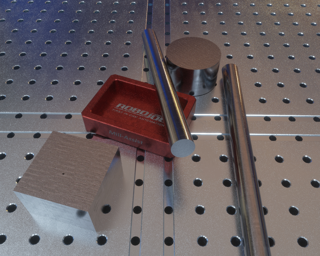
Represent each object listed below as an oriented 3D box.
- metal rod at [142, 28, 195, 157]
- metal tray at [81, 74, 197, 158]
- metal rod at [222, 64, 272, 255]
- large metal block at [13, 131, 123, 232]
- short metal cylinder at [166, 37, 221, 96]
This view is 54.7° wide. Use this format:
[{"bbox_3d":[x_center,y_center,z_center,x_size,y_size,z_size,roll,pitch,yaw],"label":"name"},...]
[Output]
[{"bbox_3d":[0.002,-0.071,0.429,0.025,0.025,0.300,-6,39,-6],"label":"metal rod"},{"bbox_3d":[-0.026,-0.020,0.420,0.130,0.030,0.090,18,52,14],"label":"metal tray"},{"bbox_3d":[0.102,0.023,0.389,0.025,0.025,0.300,2,50,1],"label":"metal rod"},{"bbox_3d":[-0.095,0.057,0.342,0.080,0.050,0.080,13,51,10],"label":"large metal block"},{"bbox_3d":[0.049,-0.094,0.471,0.081,0.050,0.080,0,49,0],"label":"short metal cylinder"}]
